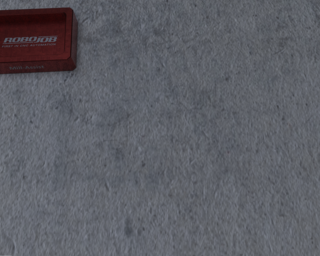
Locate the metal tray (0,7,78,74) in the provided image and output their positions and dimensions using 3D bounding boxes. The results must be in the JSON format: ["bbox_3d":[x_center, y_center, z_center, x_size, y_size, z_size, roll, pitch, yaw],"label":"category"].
[{"bbox_3d":[-0.190,-0.127,0.449,0.131,0.030,0.090,-3,70,-2],"label":"metal tray"}]
